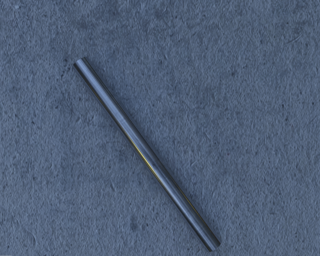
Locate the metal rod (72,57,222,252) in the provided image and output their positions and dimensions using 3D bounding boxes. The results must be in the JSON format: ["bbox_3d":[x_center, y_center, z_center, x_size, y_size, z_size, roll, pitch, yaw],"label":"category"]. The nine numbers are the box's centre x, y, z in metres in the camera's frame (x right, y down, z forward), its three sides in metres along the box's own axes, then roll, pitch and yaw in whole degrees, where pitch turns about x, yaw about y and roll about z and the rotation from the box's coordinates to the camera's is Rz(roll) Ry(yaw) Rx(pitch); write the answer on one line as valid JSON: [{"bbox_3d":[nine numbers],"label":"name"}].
[{"bbox_3d":[-0.017,0.034,0.409,0.025,0.025,0.300,-36,90,0],"label":"metal rod"}]
